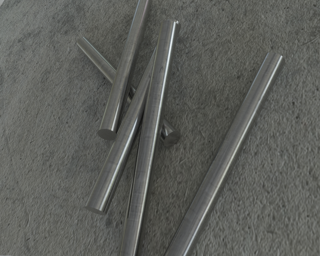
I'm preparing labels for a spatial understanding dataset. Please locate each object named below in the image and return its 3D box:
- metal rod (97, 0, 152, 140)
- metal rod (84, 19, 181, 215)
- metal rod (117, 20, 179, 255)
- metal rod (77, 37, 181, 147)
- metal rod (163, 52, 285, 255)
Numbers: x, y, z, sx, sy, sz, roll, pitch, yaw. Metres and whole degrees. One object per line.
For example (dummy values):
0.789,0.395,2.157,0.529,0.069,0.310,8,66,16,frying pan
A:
-0.046,-0.111,0.472,0.025,0.025,0.300,-9,50,23,metal rod
-0.024,-0.034,0.404,0.025,0.025,0.300,2,56,29,metal rod
-0.011,0.003,0.376,0.025,0.025,0.299,0,71,28,metal rod
-0.064,-0.072,0.481,0.025,0.025,0.300,-42,51,-1,metal rod
0.069,0.041,0.342,0.025,0.025,0.300,19,72,35,metal rod
